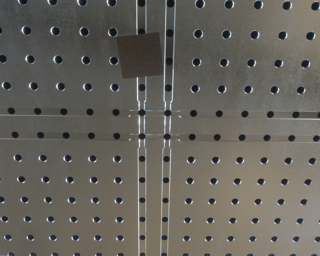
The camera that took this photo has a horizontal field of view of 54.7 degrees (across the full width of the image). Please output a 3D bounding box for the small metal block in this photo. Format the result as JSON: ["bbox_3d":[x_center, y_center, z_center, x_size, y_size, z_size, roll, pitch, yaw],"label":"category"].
[{"bbox_3d":[-0.023,-0.090,0.380,0.050,0.025,0.050,-6,110,2],"label":"small metal block"}]
